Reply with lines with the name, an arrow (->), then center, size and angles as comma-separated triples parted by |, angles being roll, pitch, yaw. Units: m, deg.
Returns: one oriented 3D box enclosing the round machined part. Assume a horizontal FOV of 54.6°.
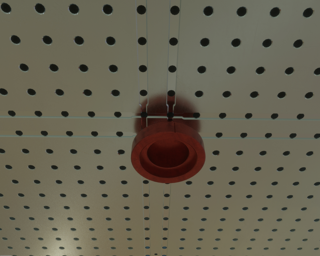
round machined part -> 0.011, 0.028, 0.424 | 0.099, 0.042, 0.097 | 0, 130, 0
